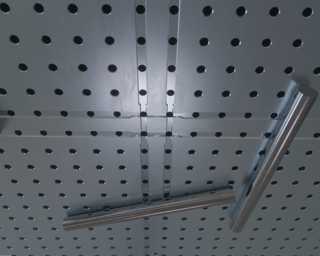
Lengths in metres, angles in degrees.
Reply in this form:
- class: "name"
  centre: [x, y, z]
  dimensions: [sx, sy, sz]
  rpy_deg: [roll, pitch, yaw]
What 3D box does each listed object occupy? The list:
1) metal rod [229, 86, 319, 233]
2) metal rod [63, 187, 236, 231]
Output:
- class: "metal rod"
  centre: [0.159, 0.068, 0.470]
  dimensions: [0.025, 0.025, 0.298]
  rpy_deg: [6, 130, -5]
- class: "metal rod"
  centre: [-0.023, 0.141, 0.531]
  dimensions: [0.301, 0.025, 0.025]
  rpy_deg: [-13, 129, 10]
